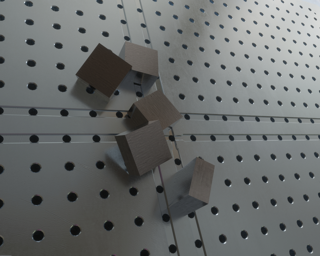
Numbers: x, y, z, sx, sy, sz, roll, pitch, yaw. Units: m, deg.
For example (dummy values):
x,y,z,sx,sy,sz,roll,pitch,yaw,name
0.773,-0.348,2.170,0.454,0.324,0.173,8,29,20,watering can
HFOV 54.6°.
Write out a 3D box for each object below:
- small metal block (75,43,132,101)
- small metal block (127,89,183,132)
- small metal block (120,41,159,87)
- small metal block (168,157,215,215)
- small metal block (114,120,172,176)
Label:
x,y,z,sx,sy,sz,roll,pitch,yaw,name
-0.071,-0.071,0.399,0.050,0.025,0.050,35,83,-5,small metal block
-0.006,-0.018,0.415,0.050,0.025,0.050,-34,81,-38,small metal block
-0.031,-0.092,0.447,0.050,0.025,0.050,11,57,-22,small metal block
0.038,0.070,0.369,0.025,0.050,0.050,27,53,-12,small metal block
-0.019,0.023,0.370,0.050,0.025,0.050,-25,100,-35,small metal block
